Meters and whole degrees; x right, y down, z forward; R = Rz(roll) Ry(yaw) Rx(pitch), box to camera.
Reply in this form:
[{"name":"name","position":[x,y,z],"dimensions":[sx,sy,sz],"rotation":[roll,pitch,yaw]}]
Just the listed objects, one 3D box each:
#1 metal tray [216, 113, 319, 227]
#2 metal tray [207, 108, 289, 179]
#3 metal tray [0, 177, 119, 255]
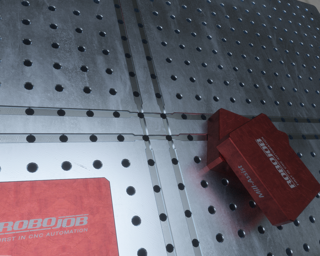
[{"name":"metal tray","position":[0.146,0.051,0.416],"dimensions":[0.091,0.030,0.130],"rotation":[-26,76,-37]},{"name":"metal tray","position":[0.135,0.032,0.460],"dimensions":[0.131,0.030,0.090],"rotation":[19,54,-18]},{"name":"metal tray","position":[-0.109,0.096,0.288],"dimensions":[0.131,0.030,0.090],"rotation":[2,61,-28]}]
